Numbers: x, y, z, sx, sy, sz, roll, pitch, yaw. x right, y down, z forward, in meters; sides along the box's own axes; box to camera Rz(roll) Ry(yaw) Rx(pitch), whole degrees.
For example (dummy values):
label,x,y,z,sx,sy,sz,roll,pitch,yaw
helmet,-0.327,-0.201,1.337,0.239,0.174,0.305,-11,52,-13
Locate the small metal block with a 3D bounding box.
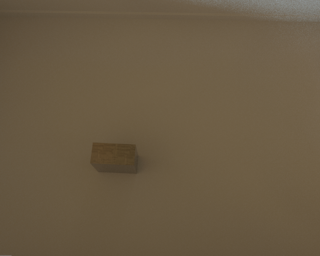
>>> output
label,x,y,z,sx,sy,sz,roll,pitch,yaw
small metal block,-0.054,0.038,0.382,0.050,0.050,0.025,3,70,0
